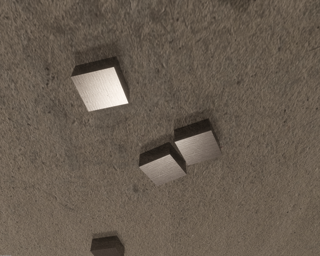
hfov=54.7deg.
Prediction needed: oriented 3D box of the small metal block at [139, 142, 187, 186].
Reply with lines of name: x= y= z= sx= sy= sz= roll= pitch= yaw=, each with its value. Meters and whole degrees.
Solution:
small metal block: x=0.005 y=0.054 z=0.453 sx=0.050 sy=0.025 sz=0.050 roll=-25 pitch=126 yaw=19

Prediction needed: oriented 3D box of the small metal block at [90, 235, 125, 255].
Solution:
small metal block: x=-0.102 y=0.239 z=0.610 sx=0.050 sy=0.025 sz=0.050 roll=-11 pitch=130 yaw=8

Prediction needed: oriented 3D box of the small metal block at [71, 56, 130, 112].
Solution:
small metal block: x=-0.068 y=-0.051 z=0.363 sx=0.050 sy=0.025 sz=0.050 roll=-11 pitch=130 yaw=9

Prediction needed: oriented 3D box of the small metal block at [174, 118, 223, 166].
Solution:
small metal block: x=0.052 y=0.020 z=0.425 sx=0.050 sy=0.025 sz=0.050 roll=-19 pitch=128 yaw=15
